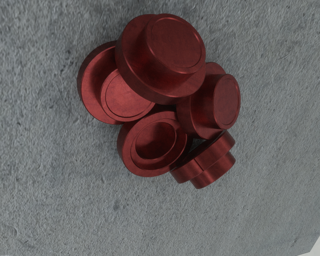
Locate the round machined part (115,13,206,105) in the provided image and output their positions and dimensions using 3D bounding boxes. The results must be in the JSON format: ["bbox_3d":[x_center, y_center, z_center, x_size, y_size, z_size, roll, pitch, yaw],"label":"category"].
[{"bbox_3d":[0.007,-0.077,0.318,0.099,0.098,0.042,1,160,-29],"label":"round machined part"}]

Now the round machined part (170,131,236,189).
[{"bbox_3d":[0.065,0.047,0.428,0.098,0.098,0.042,-37,89,-4],"label":"round machined part"}]

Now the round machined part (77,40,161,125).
[{"bbox_3d":[-0.040,-0.046,0.350,0.099,0.042,0.097,-14,125,-21],"label":"round machined part"}]

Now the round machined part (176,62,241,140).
[{"bbox_3d":[0.067,-0.033,0.387,0.099,0.042,0.097,-8,101,-49],"label":"round machined part"}]

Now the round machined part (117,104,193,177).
[{"bbox_3d":[-0.009,0.012,0.401,0.099,0.042,0.097,-14,125,-21],"label":"round machined part"}]
